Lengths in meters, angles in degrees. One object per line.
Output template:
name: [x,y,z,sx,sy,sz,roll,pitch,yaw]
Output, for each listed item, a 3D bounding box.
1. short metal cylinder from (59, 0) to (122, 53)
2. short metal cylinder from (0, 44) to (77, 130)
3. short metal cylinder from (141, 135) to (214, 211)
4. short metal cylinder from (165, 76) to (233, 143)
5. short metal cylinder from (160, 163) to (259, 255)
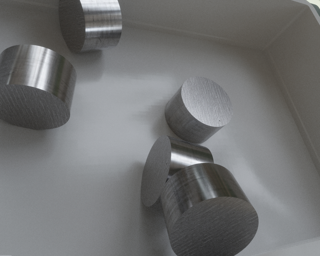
short metal cylinder: [-0.093,-0.142,0.407,0.050,0.080,0.080,-17,71,-35]
short metal cylinder: [-0.132,-0.040,0.324,0.081,0.080,0.050,13,56,-21]
short metal cylinder: [0.017,0.053,0.347,0.050,0.080,0.080,17,55,-19]
short metal cylinder: [0.054,-0.025,0.433,0.081,0.050,0.080,14,56,-21]
short metal cylinder: [0.044,0.080,0.293,0.081,0.079,0.050,17,23,-19]
